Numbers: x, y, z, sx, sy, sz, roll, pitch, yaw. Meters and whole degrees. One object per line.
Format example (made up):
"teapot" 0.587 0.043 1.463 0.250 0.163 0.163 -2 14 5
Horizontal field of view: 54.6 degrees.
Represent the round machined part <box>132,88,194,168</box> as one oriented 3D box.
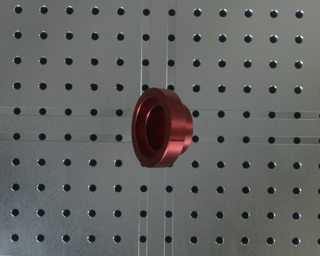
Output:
"round machined part" 0.005 0.000 0.386 0.042 0.098 0.097 3 90 -31
